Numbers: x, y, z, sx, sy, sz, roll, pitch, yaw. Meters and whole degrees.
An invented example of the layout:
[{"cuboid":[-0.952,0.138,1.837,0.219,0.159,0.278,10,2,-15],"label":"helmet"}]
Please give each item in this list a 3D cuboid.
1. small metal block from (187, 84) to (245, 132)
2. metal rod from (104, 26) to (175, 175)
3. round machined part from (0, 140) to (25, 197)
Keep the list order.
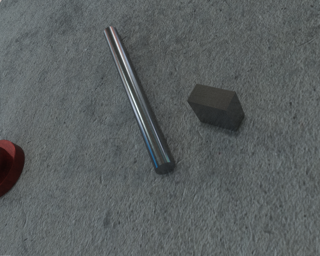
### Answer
[{"cuboid":[0.067,-0.024,0.366,0.050,0.050,0.025,18,72,35],"label":"small metal block"},{"cuboid":[-0.041,-0.061,0.460,0.025,0.025,0.299,-30,52,9],"label":"metal rod"},{"cuboid":[-0.271,0.062,0.494,0.098,0.042,0.098,-13,56,20],"label":"round machined part"}]
